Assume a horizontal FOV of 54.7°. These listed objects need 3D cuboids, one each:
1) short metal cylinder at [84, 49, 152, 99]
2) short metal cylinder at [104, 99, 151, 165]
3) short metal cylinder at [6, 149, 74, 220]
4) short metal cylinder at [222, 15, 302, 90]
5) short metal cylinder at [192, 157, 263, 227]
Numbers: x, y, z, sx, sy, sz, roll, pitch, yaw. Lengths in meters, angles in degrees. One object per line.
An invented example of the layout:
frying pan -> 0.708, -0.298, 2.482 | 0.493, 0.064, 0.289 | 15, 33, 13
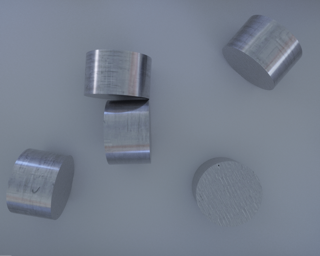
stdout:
short metal cylinder -> -0.052, -0.062, 0.383 | 0.080, 0.080, 0.050 | 3, 90, 0
short metal cylinder -> -0.037, 0.005, 0.383 | 0.050, 0.080, 0.080 | -2, 90, 0
short metal cylinder -> -0.144, 0.069, 0.383 | 0.050, 0.080, 0.080 | 10, 90, 0
short metal cylinder -> 0.125, -0.092, 0.385 | 0.080, 0.080, 0.050 | 41, 90, 0
short metal cylinder -> 0.084, 0.080, 0.399 | 0.081, 0.050, 0.080 | 0, 90, 0
